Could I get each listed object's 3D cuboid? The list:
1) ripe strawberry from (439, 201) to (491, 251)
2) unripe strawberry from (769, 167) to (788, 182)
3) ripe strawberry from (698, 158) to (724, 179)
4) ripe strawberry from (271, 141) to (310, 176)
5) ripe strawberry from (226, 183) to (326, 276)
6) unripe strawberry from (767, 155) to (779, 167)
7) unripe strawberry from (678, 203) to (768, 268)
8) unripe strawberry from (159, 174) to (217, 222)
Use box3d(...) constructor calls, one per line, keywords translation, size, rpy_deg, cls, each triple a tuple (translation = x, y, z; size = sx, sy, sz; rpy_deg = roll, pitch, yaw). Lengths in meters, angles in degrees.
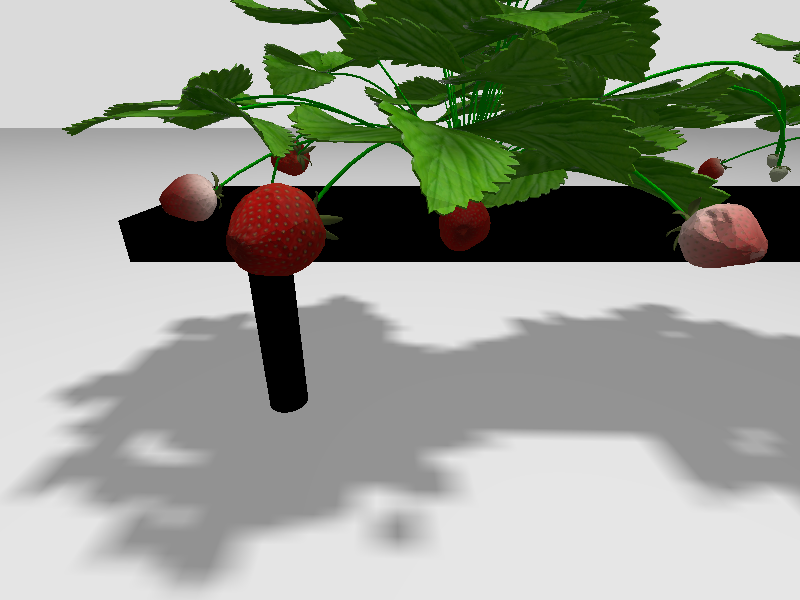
box3d(translation=(0.033, -0.038, 0.205), size=(0.027, 0.028, 0.029), rpy_deg=(4, 25, 8), cls="ripe strawberry")
box3d(translation=(0.290, -0.096, 0.307), size=(0.011, 0.011, 0.010), rpy_deg=(3, 25, 7), cls="unripe strawberry")
box3d(translation=(0.335, -0.140, 0.432), size=(0.022, 0.022, 0.020), rpy_deg=(-27, 5, 38), cls="ripe strawberry")
box3d(translation=(-0.125, -0.159, 0.451), size=(0.040, 0.039, 0.044), rpy_deg=(-5, 17, 39), cls="ripe strawberry")
box3d(translation=(-0.054, -0.027, 0.169), size=(0.038, 0.040, 0.041), rpy_deg=(14, 33, 27), cls="ripe strawberry")
box3d(translation=(0.323, -0.120, 0.346), size=(0.010, 0.010, 0.011), rpy_deg=(-1, 25, -3), cls="unripe strawberry")
box3d(translation=(0.140, -0.026, 0.174), size=(0.033, 0.029, 0.030), rpy_deg=(-11, 38, -23), cls="unripe strawberry")
box3d(translation=(-0.136, -0.065, 0.258), size=(0.033, 0.029, 0.033), rpy_deg=(-19, 30, -18), cls="unripe strawberry")
